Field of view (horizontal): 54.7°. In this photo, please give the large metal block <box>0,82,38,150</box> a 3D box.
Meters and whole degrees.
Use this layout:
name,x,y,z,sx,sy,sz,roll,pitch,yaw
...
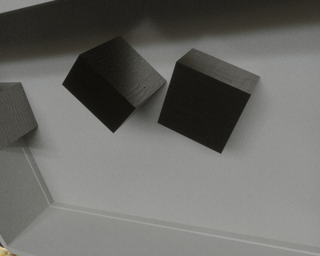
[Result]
name,x,y,z,sx,sy,sz,roll,pitch,yaw
large metal block,-0.256,-0.021,0.495,0.050,0.080,0.079,3,120,27

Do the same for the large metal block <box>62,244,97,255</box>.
name,x,y,z,sx,sy,sz,roll,pitch,yaw
large metal block,-0.171,0.307,0.676,0.080,0.050,0.080,-30,102,38

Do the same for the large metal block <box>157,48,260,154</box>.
name,x,y,z,sx,sy,sz,roll,pitch,yaw
large metal block,0.052,-0.031,0.346,0.080,0.050,0.079,26,128,11

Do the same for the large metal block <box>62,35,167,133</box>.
name,x,y,z,sx,sy,sz,roll,pitch,yaw
large metal block,-0.051,-0.054,0.367,0.080,0.080,0.050,44,129,-3
